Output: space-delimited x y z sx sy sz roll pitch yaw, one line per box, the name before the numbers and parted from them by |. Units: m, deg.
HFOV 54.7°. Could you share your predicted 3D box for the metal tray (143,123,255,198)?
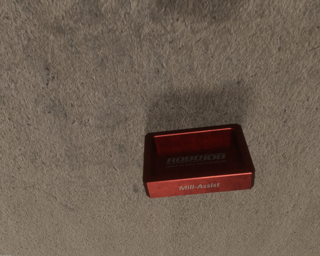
metal tray | 0.046 0.040 0.399 0.131 0.090 0.030 -6 130 4
